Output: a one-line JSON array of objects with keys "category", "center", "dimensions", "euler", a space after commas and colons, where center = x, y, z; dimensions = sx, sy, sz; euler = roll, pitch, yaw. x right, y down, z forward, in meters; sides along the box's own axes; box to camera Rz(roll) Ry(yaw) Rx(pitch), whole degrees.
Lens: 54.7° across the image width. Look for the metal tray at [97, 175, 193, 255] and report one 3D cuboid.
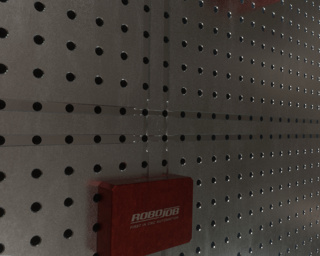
[{"category": "metal tray", "center": [-0.014, 0.110, 0.396], "dimensions": [0.131, 0.030, 0.089], "euler": [2, 89, -40]}]
